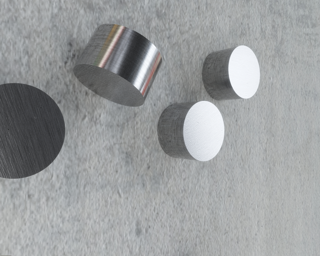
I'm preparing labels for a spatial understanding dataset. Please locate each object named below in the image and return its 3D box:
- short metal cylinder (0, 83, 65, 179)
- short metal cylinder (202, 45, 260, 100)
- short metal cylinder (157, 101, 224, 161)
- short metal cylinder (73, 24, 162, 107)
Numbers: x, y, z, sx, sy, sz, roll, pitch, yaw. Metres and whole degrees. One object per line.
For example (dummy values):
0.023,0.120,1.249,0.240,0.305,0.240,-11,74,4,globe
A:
-0.134,0.002,0.277,0.081,0.050,0.079,0,90,-40,short metal cylinder
0.112,-0.084,0.485,0.081,0.050,0.079,0,90,-40,short metal cylinder
0.043,0.004,0.427,0.081,0.050,0.079,0,90,-40,short metal cylinder
-0.044,-0.065,0.333,0.080,0.080,0.050,35,68,-35,short metal cylinder
